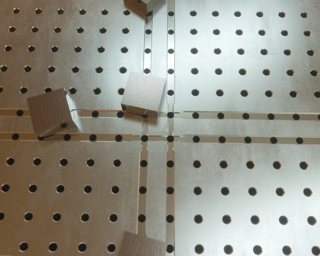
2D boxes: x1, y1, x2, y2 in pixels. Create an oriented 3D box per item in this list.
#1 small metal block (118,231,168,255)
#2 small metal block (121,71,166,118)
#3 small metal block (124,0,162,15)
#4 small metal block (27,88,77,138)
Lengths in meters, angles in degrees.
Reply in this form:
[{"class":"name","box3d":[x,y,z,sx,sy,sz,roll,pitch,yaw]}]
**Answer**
[{"class":"small metal block","box3d":[-0.022,0.151,0.356,0.050,0.025,0.050,15,71,5]},{"class":"small metal block","box3d":[-0.022,-0.046,0.428,0.050,0.025,0.050,13,70,4]},{"class":"small metal block","box3d":[-0.024,-0.216,0.491,0.050,0.025,0.050,37,74,12]},{"class":"small metal block","box3d":[-0.145,-0.020,0.419,0.050,0.025,0.050,-18,71,-7]}]
